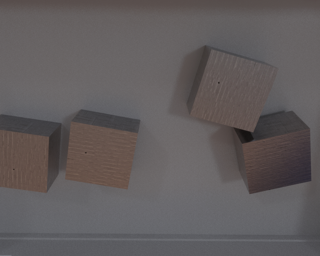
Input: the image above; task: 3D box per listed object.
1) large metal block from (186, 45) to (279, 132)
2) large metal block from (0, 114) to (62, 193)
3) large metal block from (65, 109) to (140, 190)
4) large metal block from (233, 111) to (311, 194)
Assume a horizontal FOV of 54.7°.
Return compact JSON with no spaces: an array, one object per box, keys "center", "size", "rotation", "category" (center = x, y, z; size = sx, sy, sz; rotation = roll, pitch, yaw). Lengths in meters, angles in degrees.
[{"center":[0.085,-0.049,0.380],"size":[0.080,0.050,0.079],"rotation":[15,109,-5],"category":"large metal block"},{"center":[-0.180,0.033,0.408],"size":[0.081,0.050,0.079],"rotation":[9,110,-4],"category":"large metal block"},{"center":[-0.074,0.027,0.407],"size":[0.081,0.050,0.079],"rotation":[10,110,-4],"category":"large metal block"},{"center":[0.145,0.032,0.405],"size":[0.080,0.050,0.080],"rotation":[-13,118,4],"category":"large metal block"}]
